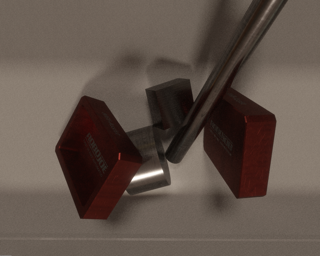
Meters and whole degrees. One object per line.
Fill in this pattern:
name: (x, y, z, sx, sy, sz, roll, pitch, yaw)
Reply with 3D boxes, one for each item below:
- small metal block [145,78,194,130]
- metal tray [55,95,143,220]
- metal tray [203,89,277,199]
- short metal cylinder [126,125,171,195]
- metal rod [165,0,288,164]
small metal block: (0.014, -0.031, 0.388, 0.050, 0.025, 0.050, -22, 112, -26)
metal tray: (-0.079, 0.031, 0.367, 0.030, 0.130, 0.090, 17, 113, -41)
metal tray: (0.084, 0.009, 0.358, 0.030, 0.130, 0.089, -3, 111, -8)
short metal cylinder: (-0.021, 0.041, 0.397, 0.050, 0.080, 0.080, -16, 110, 5)
metal rod: (0.066, -0.054, 0.318, 0.025, 0.025, 0.298, 19, 136, -7)
